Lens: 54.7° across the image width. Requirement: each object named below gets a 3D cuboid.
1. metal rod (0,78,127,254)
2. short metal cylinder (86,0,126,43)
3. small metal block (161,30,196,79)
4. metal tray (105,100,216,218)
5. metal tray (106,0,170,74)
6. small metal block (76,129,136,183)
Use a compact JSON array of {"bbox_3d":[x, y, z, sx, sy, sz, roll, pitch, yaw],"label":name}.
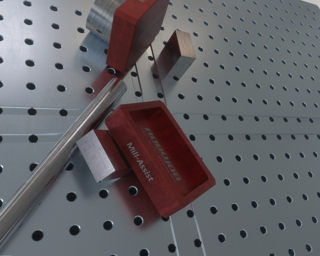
[{"bbox_3d":[-0.115,0.045,0.318,0.025,0.025,0.301,35,51,-5],"label":"metal rod"},{"bbox_3d":[-0.060,-0.159,0.437,0.050,0.080,0.080,34,51,-6],"label":"short metal cylinder"},{"bbox_3d":[0.027,-0.112,0.475,0.025,0.050,0.050,5,60,-26],"label":"small metal block"},{"bbox_3d":[0.003,0.030,0.368,0.091,0.030,0.130,-14,68,-56],"label":"metal tray"},{"bbox_3d":[-0.027,-0.148,0.437,0.030,0.089,0.130,27,50,3],"label":"metal tray"},{"bbox_3d":[-0.058,0.030,0.343,0.050,0.025,0.050,59,17,14],"label":"small metal block"}]
